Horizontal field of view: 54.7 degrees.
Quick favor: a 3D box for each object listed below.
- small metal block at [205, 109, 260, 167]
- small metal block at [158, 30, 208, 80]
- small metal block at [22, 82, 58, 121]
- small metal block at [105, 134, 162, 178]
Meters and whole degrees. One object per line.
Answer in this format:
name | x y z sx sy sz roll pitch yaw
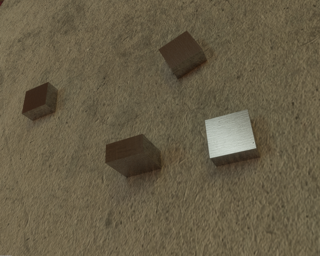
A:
small metal block | 0.082 0.012 0.354 0.050 0.025 0.050 -15 56 19
small metal block | 0.033 -0.107 0.452 0.050 0.025 0.050 -33 52 7
small metal block | -0.209 -0.046 0.542 0.050 0.025 0.050 -19 54 17
small metal block | -0.032 0.036 0.383 0.050 0.050 0.025 -17 55 18
